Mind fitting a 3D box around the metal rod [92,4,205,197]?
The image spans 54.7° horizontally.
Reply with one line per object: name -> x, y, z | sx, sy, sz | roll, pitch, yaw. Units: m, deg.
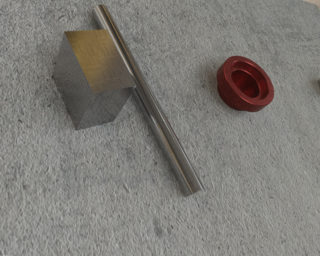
metal rod -> -0.023, -0.048, 0.421 | 0.025, 0.025, 0.299 | -16, 70, -35

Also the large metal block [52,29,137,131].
large metal block -> -0.080, -0.055, 0.360 | 0.050, 0.080, 0.080 | -16, 71, -35

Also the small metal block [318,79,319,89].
small metal block -> 0.362, -0.090, 0.642 | 0.025, 0.050, 0.050 | 19, 54, -18

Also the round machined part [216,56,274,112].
round machined part -> 0.134, -0.067, 0.509 | 0.099, 0.042, 0.098 | 14, 56, -21
